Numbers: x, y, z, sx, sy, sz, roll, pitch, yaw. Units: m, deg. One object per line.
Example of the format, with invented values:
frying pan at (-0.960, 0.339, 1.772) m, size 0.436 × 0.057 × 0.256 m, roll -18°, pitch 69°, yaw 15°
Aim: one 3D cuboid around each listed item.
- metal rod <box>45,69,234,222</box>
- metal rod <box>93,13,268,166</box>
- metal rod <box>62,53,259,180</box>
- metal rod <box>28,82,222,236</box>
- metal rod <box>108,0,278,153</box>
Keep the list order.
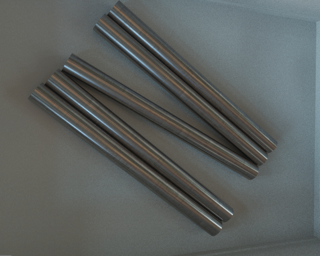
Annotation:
metal rod at (-0.015, 0.032, 0.404) m, size 0.301 × 0.025 × 0.025 m, roll 40°, pitch 78°, yaw -16°
metal rod at (0.039, -0.042, 0.423) m, size 0.301 × 0.025 × 0.025 m, roll 38°, pitch 78°, yaw -16°
metal rod at (0.013, -0.006, 0.414) m, size 0.301 × 0.025 × 0.025 m, roll 30°, pitch 80°, yaw -18°
metal rod at (-0.032, 0.049, 0.397) m, size 0.301 × 0.025 × 0.025 m, roll 40°, pitch 78°, yaw -16°
metal rod at (0.055, -0.061, 0.429) m, size 0.301 × 0.025 × 0.025 m, roll 38°, pitch 78°, yaw -16°
